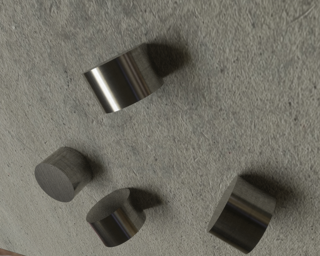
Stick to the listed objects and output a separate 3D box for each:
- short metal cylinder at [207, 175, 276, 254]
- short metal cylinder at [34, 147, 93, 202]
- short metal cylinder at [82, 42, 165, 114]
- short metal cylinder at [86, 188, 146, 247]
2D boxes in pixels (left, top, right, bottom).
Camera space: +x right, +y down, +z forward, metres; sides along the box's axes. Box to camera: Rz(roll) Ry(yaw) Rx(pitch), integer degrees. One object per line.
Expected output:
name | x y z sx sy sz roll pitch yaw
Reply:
short metal cylinder | 0.100 0.106 0.384 0.050 0.080 0.079 29 128 10
short metal cylinder | -0.162 0.078 0.525 0.080 0.050 0.079 13 124 21
short metal cylinder | -0.042 -0.058 0.357 0.080 0.080 0.050 -15 111 34
short metal cylinder | -0.070 0.142 0.496 0.080 0.080 0.050 -20 108 36
